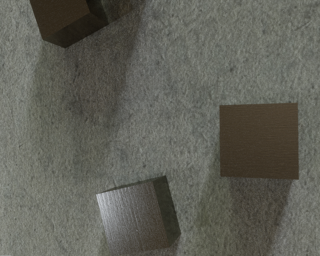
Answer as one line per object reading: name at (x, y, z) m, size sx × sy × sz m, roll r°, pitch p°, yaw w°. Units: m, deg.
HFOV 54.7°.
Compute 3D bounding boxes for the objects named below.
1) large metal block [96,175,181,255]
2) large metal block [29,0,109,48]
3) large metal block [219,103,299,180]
large metal block at (-0.027, 0.113, 0.404) m, size 0.080 × 0.050 × 0.080 m, roll -16°, pitch 85°, yaw 19°
large metal block at (-0.131, -0.172, 0.440) m, size 0.080 × 0.050 × 0.080 m, roll -22°, pitch 83°, yaw 18°
large metal block at (0.113, 0.014, 0.356) m, size 0.080 × 0.050 × 0.079 m, roll -1°, pitch 90°, yaw 19°
